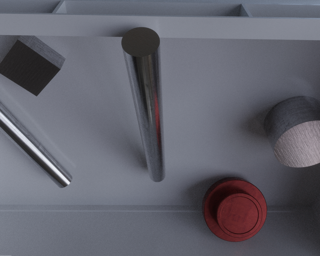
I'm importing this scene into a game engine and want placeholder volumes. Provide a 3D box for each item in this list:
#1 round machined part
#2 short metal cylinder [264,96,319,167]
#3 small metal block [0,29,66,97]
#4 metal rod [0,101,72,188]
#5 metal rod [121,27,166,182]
[{"bbox_3d":[0.117,0.128,0.476,0.099,0.042,0.097,0,92,-2],"label":"round machined part"},{"bbox_3d":[0.182,0.006,0.400,0.081,0.050,0.079,0,130,0],"label":"short metal cylinder"},{"bbox_3d":[-0.144,-0.071,0.346,0.050,0.025,0.050,36,121,-27],"label":"small metal block"},{"bbox_3d":[-0.206,-0.022,0.387,0.025,0.025,0.299,-19,128,15],"label":"metal rod"},{"bbox_3d":[-0.008,0.007,0.336,0.025,0.025,0.299,-2,155,1],"label":"metal rod"}]
